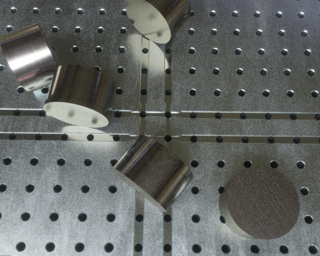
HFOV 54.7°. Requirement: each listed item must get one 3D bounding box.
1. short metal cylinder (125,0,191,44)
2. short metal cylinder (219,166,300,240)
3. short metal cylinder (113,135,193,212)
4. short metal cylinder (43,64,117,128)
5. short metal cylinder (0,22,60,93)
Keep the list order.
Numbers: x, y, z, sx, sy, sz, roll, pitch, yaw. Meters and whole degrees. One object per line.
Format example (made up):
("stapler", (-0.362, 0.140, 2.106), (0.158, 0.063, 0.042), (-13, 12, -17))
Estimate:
("short metal cylinder", (-0.002, -0.169, 0.444), (0.080, 0.080, 0.050), (35, 74, 11))
("short metal cylinder", (0.115, 0.090, 0.367), (0.081, 0.050, 0.080), (0, 70, -1))
("short metal cylinder", (-0.008, 0.053, 0.363), (0.080, 0.080, 0.050), (37, 74, 12))
("short metal cylinder", (-0.100, -0.038, 0.395), (0.080, 0.080, 0.050), (9, 71, 3))
("short metal cylinder", (-0.169, -0.094, 0.415), (0.050, 0.080, 0.080), (-25, 72, -9))
